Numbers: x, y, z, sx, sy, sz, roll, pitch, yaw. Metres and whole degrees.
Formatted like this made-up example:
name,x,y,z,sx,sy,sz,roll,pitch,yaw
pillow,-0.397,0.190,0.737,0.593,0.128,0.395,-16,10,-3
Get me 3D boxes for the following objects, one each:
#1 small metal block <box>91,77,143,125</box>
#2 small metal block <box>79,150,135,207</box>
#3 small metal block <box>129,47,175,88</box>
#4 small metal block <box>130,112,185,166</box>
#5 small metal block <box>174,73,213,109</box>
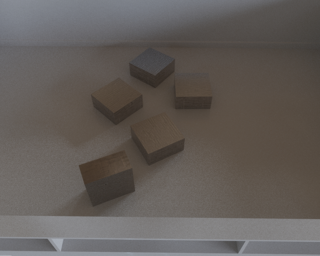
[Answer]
name,x,y,z,sx,sy,sz,roll,pitch,yaw
small metal block,-0.060,-0.039,0.437,0.050,0.025,0.050,-37,59,-27
small metal block,-0.057,0.056,0.341,0.050,0.050,0.025,-18,53,-15
small metal block,-0.012,-0.095,0.485,0.050,0.025,0.050,30,56,23
small metal block,-0.004,0.013,0.394,0.050,0.025,0.050,-23,54,-18
small metal block,0.047,-0.054,0.451,0.050,0.025,0.050,0,50,-1
